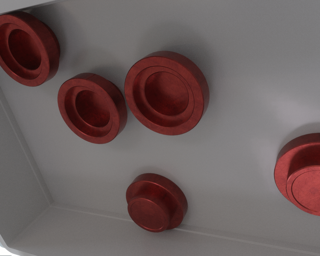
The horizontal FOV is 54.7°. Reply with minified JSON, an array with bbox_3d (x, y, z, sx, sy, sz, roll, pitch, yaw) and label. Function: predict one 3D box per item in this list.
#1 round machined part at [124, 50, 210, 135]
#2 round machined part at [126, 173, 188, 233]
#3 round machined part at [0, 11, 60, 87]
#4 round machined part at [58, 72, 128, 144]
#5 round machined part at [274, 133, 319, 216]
[{"bbox_3d":[0.011,-0.043,0.365,0.098,0.042,0.097,13,124,21],"label":"round machined part"},{"bbox_3d":[-0.010,0.122,0.479,0.098,0.042,0.097,13,124,21],"label":"round machined part"},{"bbox_3d":[-0.177,-0.109,0.422,0.098,0.042,0.097,13,126,20],"label":"round machined part"},{"bbox_3d":[-0.087,-0.030,0.425,0.098,0.042,0.097,13,124,21],"label":"round machined part"},{"bbox_3d":[0.177,0.058,0.340,0.098,0.042,0.097,13,124,21],"label":"round machined part"}]
